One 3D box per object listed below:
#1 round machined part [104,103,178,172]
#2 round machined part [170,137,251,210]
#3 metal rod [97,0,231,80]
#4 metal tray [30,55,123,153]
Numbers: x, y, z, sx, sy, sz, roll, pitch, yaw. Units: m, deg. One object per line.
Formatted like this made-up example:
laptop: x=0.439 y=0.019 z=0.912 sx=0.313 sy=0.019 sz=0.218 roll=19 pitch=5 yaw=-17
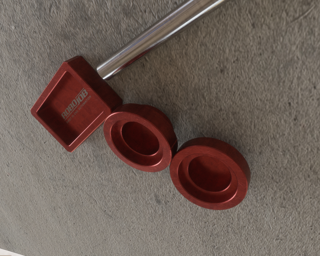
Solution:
round machined part: x=-0.021 y=0.008 z=0.406 sx=0.098 sy=0.042 sz=0.097 roll=17 pitch=134 yaw=19
round machined part: x=0.065 y=0.053 z=0.394 sx=0.098 sy=0.042 sz=0.097 roll=13 pitch=124 yaw=20
metal rod: x=0.039 y=-0.122 z=0.310 sx=0.299 sy=0.025 sz=0.025 roll=-24 pitch=105 yaw=36
metal tray: x=-0.125 y=-0.030 z=0.450 sx=0.090 sy=0.030 sz=0.129 roll=48 pitch=129 yaw=-6
